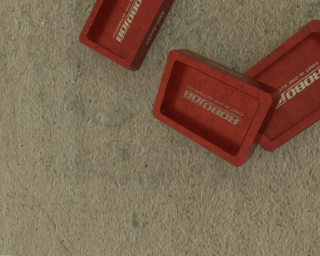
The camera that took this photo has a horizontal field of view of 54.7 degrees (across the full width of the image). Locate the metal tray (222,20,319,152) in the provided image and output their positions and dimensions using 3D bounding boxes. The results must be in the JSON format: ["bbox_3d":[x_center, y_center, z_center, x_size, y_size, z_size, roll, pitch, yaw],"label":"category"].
[{"bbox_3d":[0.150,-0.045,0.353,0.130,0.030,0.090,-39,78,15],"label":"metal tray"}]

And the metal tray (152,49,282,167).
[{"bbox_3d":[0.058,-0.027,0.358,0.130,0.030,0.089,32,121,27],"label":"metal tray"}]

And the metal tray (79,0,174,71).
[{"bbox_3d":[-0.043,-0.155,0.421,0.090,0.030,0.129,32,100,17],"label":"metal tray"}]
